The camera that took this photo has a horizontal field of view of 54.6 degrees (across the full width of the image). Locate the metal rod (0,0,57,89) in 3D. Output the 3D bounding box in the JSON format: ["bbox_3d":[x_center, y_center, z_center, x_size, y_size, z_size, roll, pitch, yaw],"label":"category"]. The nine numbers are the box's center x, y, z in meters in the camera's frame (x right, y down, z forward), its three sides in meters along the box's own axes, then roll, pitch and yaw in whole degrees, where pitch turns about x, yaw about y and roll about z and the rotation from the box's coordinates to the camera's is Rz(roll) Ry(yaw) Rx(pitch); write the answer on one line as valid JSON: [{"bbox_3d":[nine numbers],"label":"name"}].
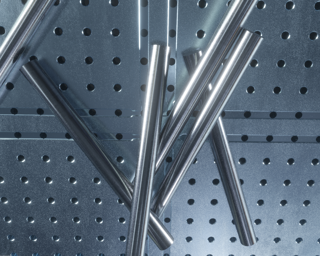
[{"bbox_3d":[-0.150,-0.131,0.363,0.025,0.025,0.299,37,106,-13],"label":"metal rod"}]

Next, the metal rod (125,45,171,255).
[{"bbox_3d":[-0.018,0.049,0.391,0.025,0.025,0.298,7,95,-3],"label":"metal rod"}]

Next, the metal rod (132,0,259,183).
[{"bbox_3d":[0.027,-0.020,0.385,0.025,0.025,0.298,24,116,-9],"label":"metal rod"}]

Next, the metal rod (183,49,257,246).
[{"bbox_3d":[0.088,0.040,0.428,0.025,0.025,0.299,-18,109,6],"label":"metal rod"}]

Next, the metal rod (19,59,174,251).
[{"bbox_3d":[-0.077,0.042,0.409,0.025,0.025,0.300,-34,100,11],"label":"metal rod"}]

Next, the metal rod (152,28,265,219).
[{"bbox_3d":[0.043,0.019,0.399,0.025,0.025,0.298,22,116,-8],"label":"metal rod"}]
